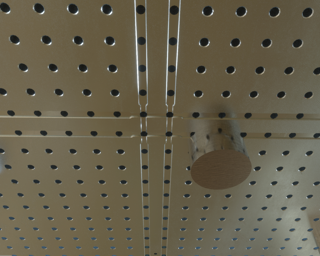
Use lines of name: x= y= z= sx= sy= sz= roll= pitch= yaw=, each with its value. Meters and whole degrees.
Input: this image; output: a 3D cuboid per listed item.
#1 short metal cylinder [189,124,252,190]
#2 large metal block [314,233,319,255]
short metal cylinder: x=0.081 y=0.041 z=0.431 sx=0.081 sy=0.050 sz=0.079 roll=0 pitch=130 yaw=0
large metal block: x=0.355 y=0.239 z=0.602 sx=0.080 sy=0.050 sz=0.080 roll=-20 pitch=128 yaw=16
